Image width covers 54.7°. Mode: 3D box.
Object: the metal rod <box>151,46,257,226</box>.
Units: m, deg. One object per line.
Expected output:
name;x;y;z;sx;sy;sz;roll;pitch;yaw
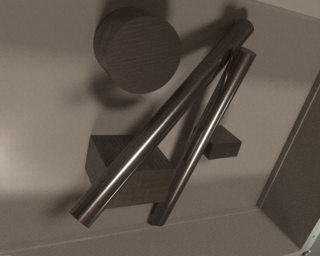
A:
metal rod;0.048;0.030;0.428;0.025;0.025;0.298;4;125;-31

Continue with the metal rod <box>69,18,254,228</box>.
metal rod;0.015;-0.020;0.344;0.301;0.025;0.025;-49;132;-19

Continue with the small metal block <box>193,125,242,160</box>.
small metal block;0.081;0.020;0.451;0.050;0.050;0.025;-3;120;-28

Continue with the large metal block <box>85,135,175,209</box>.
large metal block;-0.040;0.050;0.383;0.081;0.080;0.050;0;118;-29

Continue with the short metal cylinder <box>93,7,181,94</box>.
short metal cylinder;-0.025;-0.083;0.329;0.081;0.050;0.079;-14;125;-21
